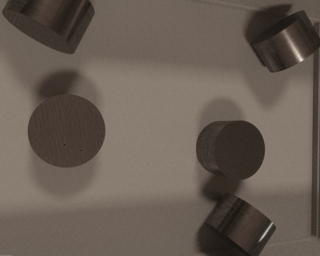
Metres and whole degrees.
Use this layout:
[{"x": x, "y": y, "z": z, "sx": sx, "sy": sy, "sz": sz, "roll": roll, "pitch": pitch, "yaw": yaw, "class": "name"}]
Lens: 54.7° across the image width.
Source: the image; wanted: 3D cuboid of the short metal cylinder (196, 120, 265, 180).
[{"x": 0.098, "y": 0.029, "z": 0.435, "sx": 0.081, "sy": 0.050, "sz": 0.079, "roll": 0, "pitch": 90, "yaw": -21, "class": "short metal cylinder"}]

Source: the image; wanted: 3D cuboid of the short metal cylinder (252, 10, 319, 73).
[{"x": 0.183, "y": -0.125, "z": 0.451, "sx": 0.080, "sy": 0.080, "sz": 0.050, "roll": -41, "pitch": 103, "yaw": -16, "class": "short metal cylinder"}]

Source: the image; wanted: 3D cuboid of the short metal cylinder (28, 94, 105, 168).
[{"x": -0.108, "y": 0.003, "z": 0.358, "sx": 0.081, "sy": 0.050, "sz": 0.079, "roll": 0, "pitch": 90, "yaw": -21, "class": "short metal cylinder"}]

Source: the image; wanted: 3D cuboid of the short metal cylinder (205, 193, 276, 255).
[{"x": 0.109, "y": 0.134, "z": 0.423, "sx": 0.080, "sy": 0.080, "sz": 0.050, "roll": 43, "pitch": 77, "yaw": -15, "class": "short metal cylinder"}]

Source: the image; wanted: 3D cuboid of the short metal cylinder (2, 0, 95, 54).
[{"x": -0.119, "y": -0.124, "z": 0.337, "sx": 0.080, "sy": 0.080, "sz": 0.050, "roll": 27, "pitch": 81, "yaw": -19, "class": "short metal cylinder"}]
